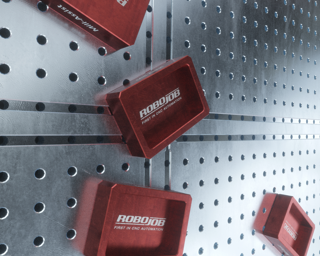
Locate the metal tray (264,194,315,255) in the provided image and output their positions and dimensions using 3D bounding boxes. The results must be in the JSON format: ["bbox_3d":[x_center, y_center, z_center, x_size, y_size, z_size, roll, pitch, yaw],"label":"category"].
[{"bbox_3d":[0.264,0.205,0.625,0.130,0.030,0.090,46,63,-30],"label":"metal tray"}]

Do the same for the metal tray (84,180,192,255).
[{"bbox_3d":[-0.021,0.120,0.387,0.131,0.030,0.090,18,79,-39],"label":"metal tray"}]

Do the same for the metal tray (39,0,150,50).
[{"bbox_3d":[-0.074,-0.158,0.343,0.131,0.030,0.090,28,73,-37],"label":"metal tray"}]

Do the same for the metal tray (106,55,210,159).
[{"bbox_3d":[0.004,-0.030,0.407,0.131,0.030,0.090,-35,112,-34],"label":"metal tray"}]
